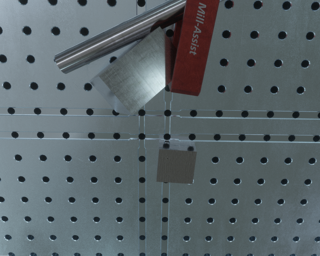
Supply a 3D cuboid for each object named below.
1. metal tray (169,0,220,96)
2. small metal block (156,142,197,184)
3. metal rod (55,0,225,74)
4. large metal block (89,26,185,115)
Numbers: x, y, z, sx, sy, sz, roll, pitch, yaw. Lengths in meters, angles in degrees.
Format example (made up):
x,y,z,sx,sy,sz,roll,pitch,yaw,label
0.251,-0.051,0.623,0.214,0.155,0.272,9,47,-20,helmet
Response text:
x,y,z,sx,sy,sz,roll,pitch,yaw,label
0.034,-0.108,0.336,0.030,0.090,0.129,8,108,-5,metal tray
0.022,0.049,0.432,0.050,0.025,0.050,4,110,-2,small metal block
0.021,-0.131,0.338,0.301,0.025,0.025,-22,109,10,metal rod
-0.027,-0.061,0.348,0.080,0.080,0.050,-43,107,-11,large metal block
